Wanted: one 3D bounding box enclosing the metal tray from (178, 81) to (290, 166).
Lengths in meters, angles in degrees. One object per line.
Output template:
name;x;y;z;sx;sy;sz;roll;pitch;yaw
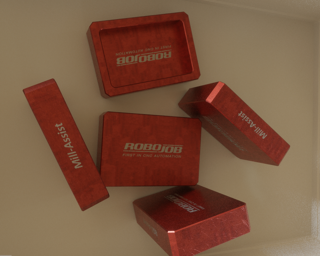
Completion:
metal tray;0.095;-0.004;0.410;0.130;0.090;0.030;39;78;-16

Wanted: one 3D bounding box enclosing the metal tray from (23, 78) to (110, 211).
metal tray;-0.103;0.017;0.336;0.030;0.090;0.129;-26;99;-19

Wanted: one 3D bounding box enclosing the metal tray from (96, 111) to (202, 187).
metal tray;-0.013;0.028;0.401;0.131;0.030;0.089;4;89;-21

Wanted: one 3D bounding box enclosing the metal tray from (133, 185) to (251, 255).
metal tray;0.030;0.101;0.364;0.091;0.130;0.030;-13;95;-20

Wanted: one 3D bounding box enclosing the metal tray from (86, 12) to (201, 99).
metal tray;-0.019;-0.095;0.400;0.131;0.030;0.089;-14;95;-20
